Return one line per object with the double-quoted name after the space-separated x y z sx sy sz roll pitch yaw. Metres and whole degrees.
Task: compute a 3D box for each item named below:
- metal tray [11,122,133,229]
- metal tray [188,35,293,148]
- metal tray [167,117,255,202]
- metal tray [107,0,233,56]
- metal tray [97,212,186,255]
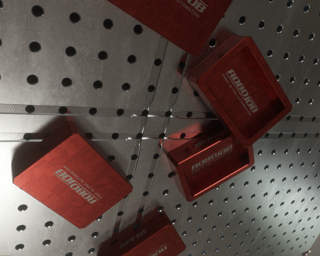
-0.105 0.064 0.391 0.090 0.030 0.130 -38 130 -3 "metal tray"
0.111 -0.047 0.419 0.090 0.030 0.130 -41 114 -1 "metal tray"
0.084 0.050 0.486 0.131 0.030 0.090 -27 128 -12 "metal tray"
0.012 -0.145 0.326 0.131 0.030 0.090 22 106 -37 "metal tray"
-0.028 0.210 0.525 0.131 0.030 0.090 -31 129 -8 "metal tray"
